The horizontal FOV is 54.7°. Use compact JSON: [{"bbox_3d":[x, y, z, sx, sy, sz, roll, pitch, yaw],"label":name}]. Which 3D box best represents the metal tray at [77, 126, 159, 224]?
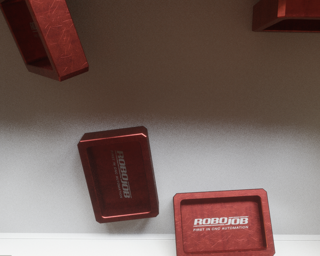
[{"bbox_3d":[-0.054,0.067,0.432,0.091,0.030,0.129,-7,110,2],"label":"metal tray"}]

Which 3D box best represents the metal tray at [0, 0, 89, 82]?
[{"bbox_3d":[-0.124,-0.100,0.316,0.030,0.130,0.089,-29,118,-26],"label":"metal tray"}]

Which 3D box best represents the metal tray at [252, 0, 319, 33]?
[{"bbox_3d":[0.176,-0.124,0.331,0.131,0.090,0.030,1,99,-1],"label":"metal tray"}]

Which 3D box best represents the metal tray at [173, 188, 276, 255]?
[{"bbox_3d":[0.086,0.134,0.434,0.131,0.030,0.090,-3,75,0],"label":"metal tray"}]
